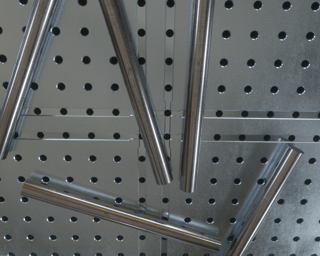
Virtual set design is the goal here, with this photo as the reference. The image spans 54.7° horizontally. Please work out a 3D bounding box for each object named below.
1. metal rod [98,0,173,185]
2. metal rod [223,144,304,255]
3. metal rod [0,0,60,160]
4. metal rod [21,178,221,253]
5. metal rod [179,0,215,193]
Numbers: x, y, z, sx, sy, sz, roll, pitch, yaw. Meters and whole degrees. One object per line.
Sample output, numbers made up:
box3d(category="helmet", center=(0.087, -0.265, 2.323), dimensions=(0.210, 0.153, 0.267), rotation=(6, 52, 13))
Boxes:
box3d(category="metal rod", center=(-0.033, -0.060, 0.390), dimensions=(0.025, 0.025, 0.298), rotation=(-15, 110, 5))
box3d(category="metal rod", center=(0.133, 0.159, 0.474), dimensions=(0.025, 0.025, 0.298), rotation=(20, 109, -8))
box3d(category="metal rod", center=(-0.159, -0.090, 0.377), dimensions=(0.025, 0.025, 0.298), rotation=(24, 108, -9))
box3d(category="metal rod", center=(-0.052, 0.133, 0.461), dimensions=(0.302, 0.025, 0.025), rotation=(19, 109, -8))
box3d(category="metal rod", center=(0.047, -0.053, 0.394), dimensions=(0.025, 0.025, 0.298), rotation=(2, 110, -1))
